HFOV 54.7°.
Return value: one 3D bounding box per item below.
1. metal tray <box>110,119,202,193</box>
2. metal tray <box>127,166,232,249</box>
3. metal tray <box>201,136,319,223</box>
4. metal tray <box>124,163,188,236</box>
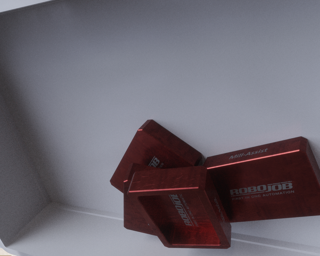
[{"bbox_3d":[-0.010,0.061,0.447,0.090,0.030,0.129,35,129,4],"label":"metal tray"},{"bbox_3d":[0.028,0.102,0.378,0.090,0.030,0.130,-8,130,22],"label":"metal tray"},{"bbox_3d":[0.126,0.068,0.381,0.130,0.030,0.090,-18,110,34],"label":"metal tray"},{"bbox_3d":[-0.004,0.108,0.437,0.090,0.030,0.129,11,135,5],"label":"metal tray"}]
